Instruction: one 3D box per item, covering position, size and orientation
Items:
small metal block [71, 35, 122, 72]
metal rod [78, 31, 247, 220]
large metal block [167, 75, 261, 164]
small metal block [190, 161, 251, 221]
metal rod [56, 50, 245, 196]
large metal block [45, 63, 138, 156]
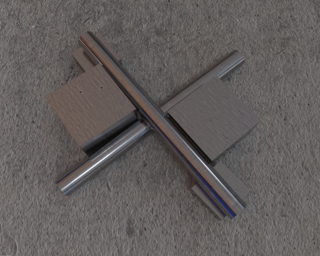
[{"bbox_3d":[-0.089,-0.097,0.445,0.050,0.025,0.050,-36,74,-12],"label":"small metal block"},{"bbox_3d":[-0.007,-0.014,0.387,0.025,0.025,0.300,-38,75,-13],"label":"metal rod"},{"bbox_3d":[0.066,-0.006,0.399,0.080,0.050,0.080,-37,74,-13],"label":"large metal block"},{"bbox_3d":[0.073,0.078,0.382,0.050,0.025,0.050,-41,75,-14],"label":"small metal block"},{"bbox_3d":[-0.004,-0.014,0.415,0.301,0.025,0.025,-37,74,-13],"label":"metal rod"},{"bbox_3d":[-0.085,-0.022,0.402,0.080,0.050,0.080,-35,74,-12],"label":"large metal block"}]
